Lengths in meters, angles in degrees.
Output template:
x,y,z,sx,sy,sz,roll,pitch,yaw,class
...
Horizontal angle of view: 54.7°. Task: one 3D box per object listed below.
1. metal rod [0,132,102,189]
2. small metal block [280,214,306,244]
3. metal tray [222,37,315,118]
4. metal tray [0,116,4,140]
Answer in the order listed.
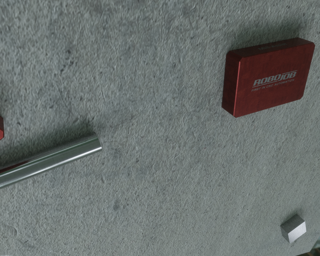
x,y,z,sx,sy,sz,roll,pitch,yaw,class
-0.210,0.068,0.333,0.302,0.025,0.025,-21,127,-17,metal rod
0.315,0.238,0.731,0.050,0.025,0.050,-33,129,-8,small metal block
0.155,-0.073,0.445,0.131,0.030,0.089,-15,125,-20,metal tray
-0.223,-0.011,0.275,0.090,0.030,0.130,-40,130,-1,metal tray
